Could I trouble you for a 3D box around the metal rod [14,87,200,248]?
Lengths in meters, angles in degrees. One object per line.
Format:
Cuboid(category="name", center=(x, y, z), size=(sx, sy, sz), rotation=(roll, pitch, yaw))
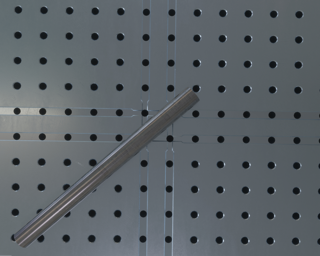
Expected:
Cuboid(category="metal rod", center=(-0.070, 0.052, 0.412), size=(0.300, 0.025, 0.025), rotation=(-40, 90, 0))
